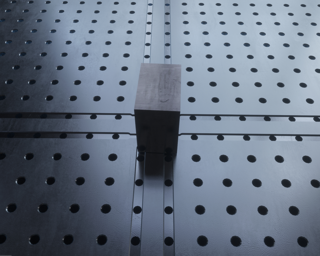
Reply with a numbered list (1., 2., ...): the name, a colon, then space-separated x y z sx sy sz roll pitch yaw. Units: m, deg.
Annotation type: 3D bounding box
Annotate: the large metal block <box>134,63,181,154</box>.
1. large metal block: -0.001 -0.024 0.391 0.050 0.080 0.080 3 50 2
